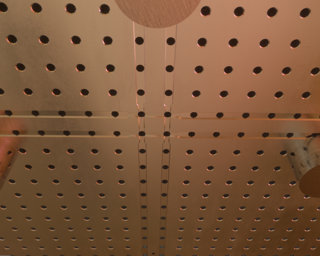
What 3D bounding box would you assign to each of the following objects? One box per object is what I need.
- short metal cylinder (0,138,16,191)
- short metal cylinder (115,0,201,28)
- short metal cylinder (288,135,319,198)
[{"bbox_3d":[-0.254,0.051,0.435,0.081,0.050,0.079,0,130,0],"label":"short metal cylinder"},{"bbox_3d":[-0.002,-0.138,0.278,0.081,0.050,0.079,-1,130,0],"label":"short metal cylinder"},{"bbox_3d":[0.234,0.056,0.447,0.081,0.050,0.079,0,130,0],"label":"short metal cylinder"}]
